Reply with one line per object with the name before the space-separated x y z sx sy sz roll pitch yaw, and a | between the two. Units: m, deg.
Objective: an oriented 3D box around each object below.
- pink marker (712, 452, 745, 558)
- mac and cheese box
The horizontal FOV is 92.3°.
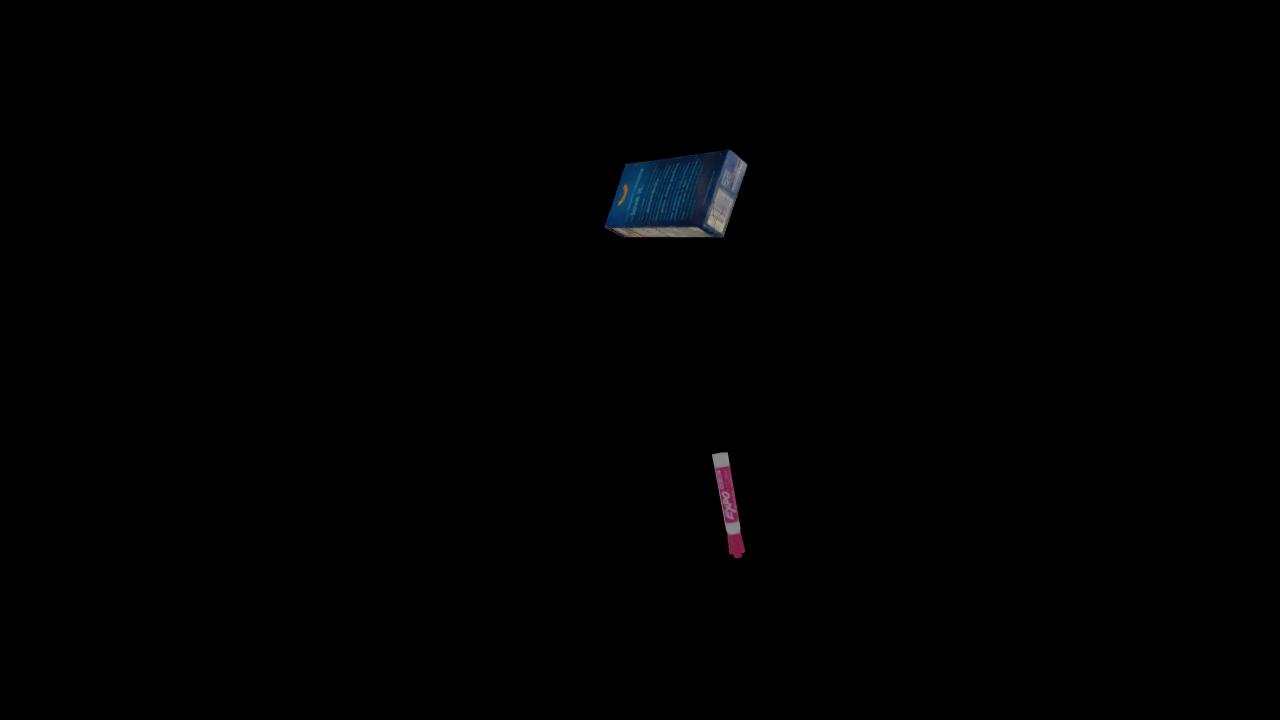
pink marker | 0.103 0.168 0.714 0.020 0.121 0.020 -10 -3 -1
mac and cheese box | 0.038 -0.197 0.749 0.041 0.093 0.184 20 -3 -41
